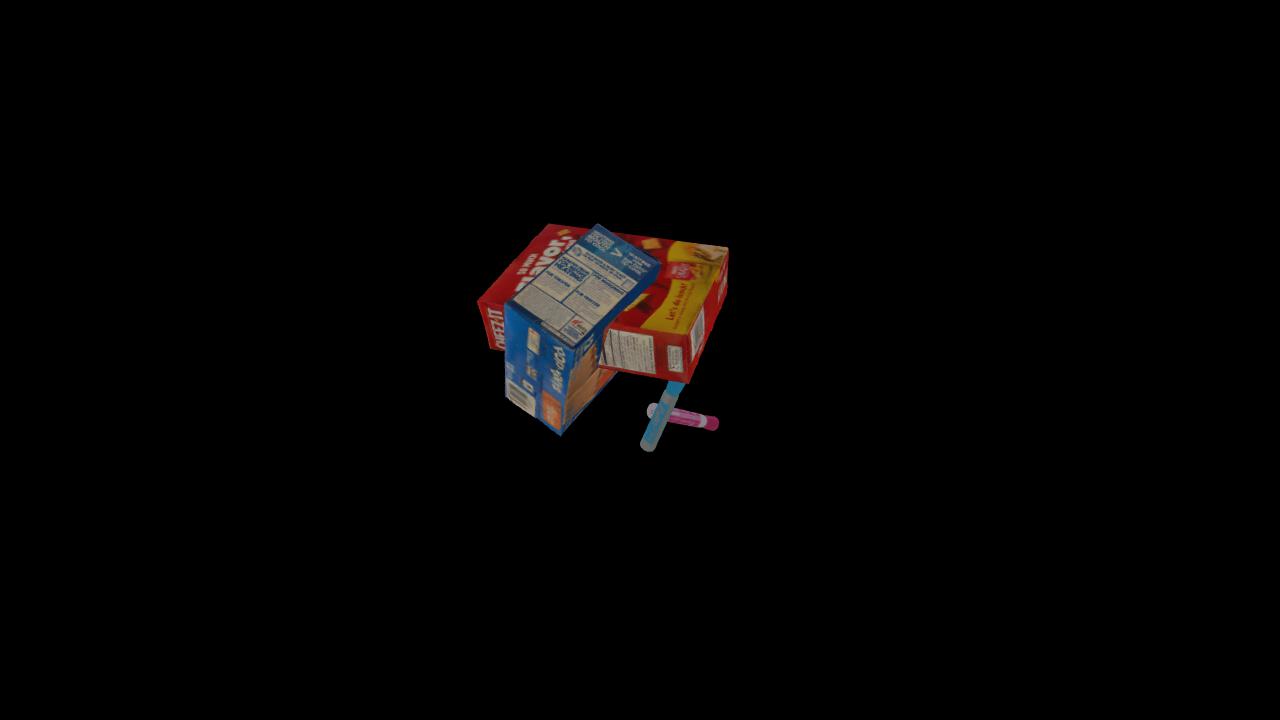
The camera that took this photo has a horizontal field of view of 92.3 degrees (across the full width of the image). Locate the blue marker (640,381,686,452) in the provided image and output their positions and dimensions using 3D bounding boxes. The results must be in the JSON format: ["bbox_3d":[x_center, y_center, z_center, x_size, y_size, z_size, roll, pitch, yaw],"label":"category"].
[{"bbox_3d":[0.026,0.057,0.676,0.020,0.121,0.020,13,40,-11],"label":"blue marker"}]

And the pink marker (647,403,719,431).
[{"bbox_3d":[0.055,0.070,0.743,0.020,0.020,0.121,0,-11,45],"label":"pink marker"}]

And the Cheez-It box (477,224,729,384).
[{"bbox_3d":[-0.032,-0.067,0.649,0.223,0.071,0.166,10,42,16],"label":"Cheez-It box"}]

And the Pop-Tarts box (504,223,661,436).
[{"bbox_3d":[-0.063,-0.027,0.630,0.083,0.141,0.167,34,-34,10],"label":"Pop-Tarts box"}]
